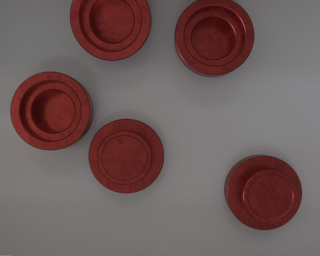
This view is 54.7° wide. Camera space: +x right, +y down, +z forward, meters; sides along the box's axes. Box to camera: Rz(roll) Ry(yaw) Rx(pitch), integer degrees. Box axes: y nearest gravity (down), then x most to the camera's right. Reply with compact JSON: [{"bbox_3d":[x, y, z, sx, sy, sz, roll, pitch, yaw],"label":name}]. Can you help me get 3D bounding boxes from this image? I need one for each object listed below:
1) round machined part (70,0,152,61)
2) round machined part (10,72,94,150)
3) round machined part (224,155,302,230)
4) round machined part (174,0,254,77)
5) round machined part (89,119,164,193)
[{"bbox_3d":[-0.059,-0.137,0.394,0.099,0.042,0.097,1,107,2],"label":"round machined part"},{"bbox_3d":[-0.135,-0.021,0.402,0.099,0.042,0.097,0,90,0],"label":"round machined part"},{"bbox_3d":[0.137,0.085,0.404,0.099,0.042,0.097,0,90,0],"label":"round machined part"},{"bbox_3d":[0.068,-0.114,0.403,0.099,0.042,0.097,0,90,0],"label":"round machined part"},{"bbox_3d":[-0.044,0.037,0.402,0.099,0.042,0.097,0,90,0],"label":"round machined part"}]
